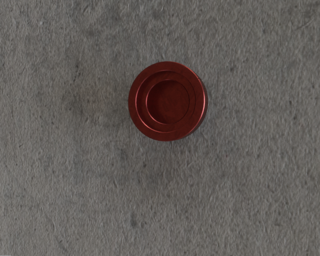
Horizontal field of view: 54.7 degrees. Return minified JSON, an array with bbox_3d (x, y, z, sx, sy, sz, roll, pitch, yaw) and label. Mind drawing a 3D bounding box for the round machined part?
[{"bbox_3d":[0.013,-0.032,0.395,0.098,0.042,0.097,0,90,19],"label":"round machined part"}]
